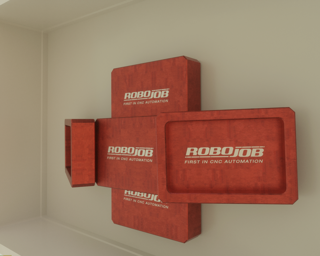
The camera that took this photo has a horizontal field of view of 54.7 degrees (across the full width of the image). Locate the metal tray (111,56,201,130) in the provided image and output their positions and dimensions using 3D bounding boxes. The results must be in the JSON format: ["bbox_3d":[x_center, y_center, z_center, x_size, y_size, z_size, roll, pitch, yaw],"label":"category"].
[{"bbox_3d":[-0.010,-0.039,0.408,0.130,0.030,0.089,0,90,39],"label":"metal tray"}]

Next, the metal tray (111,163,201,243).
[{"bbox_3d":[-0.009,0.089,0.408,0.130,0.030,0.089,0,90,39],"label":"metal tray"}]

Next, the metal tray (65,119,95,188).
[{"bbox_3d":[-0.122,0.031,0.463,0.130,0.030,0.089,-176,86,-69],"label":"metal tray"}]

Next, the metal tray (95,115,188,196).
[{"bbox_3d":[-0.028,0.031,0.386,0.130,0.030,0.089,-1,89,39],"label":"metal tray"}]

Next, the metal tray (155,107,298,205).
[{"bbox_3d":[0.063,0.027,0.308,0.131,0.030,0.089,-2,89,10],"label":"metal tray"}]
